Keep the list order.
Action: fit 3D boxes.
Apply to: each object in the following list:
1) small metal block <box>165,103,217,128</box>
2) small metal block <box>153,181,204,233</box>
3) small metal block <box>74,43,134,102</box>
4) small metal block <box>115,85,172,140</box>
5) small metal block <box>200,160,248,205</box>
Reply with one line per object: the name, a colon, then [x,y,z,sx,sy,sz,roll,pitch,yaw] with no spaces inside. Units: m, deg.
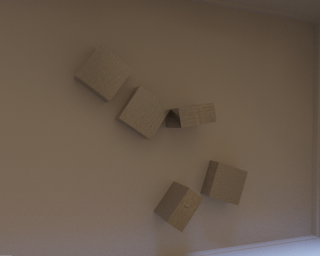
small metal block: [0.039,-0.017,0.413,0.050,0.050,0.025,-10,94,-20]
small metal block: [0.023,0.102,0.407,0.025,0.050,0.050,39,77,-16]
small metal block: [-0.070,-0.067,0.385,0.050,0.025,0.050,38,78,-17]
small metal block: [-0.022,-0.019,0.403,0.050,0.025,0.050,35,79,-17]
small metal block: [0.092,0.079,0.446,0.050,0.025,0.050,20,83,-19]
